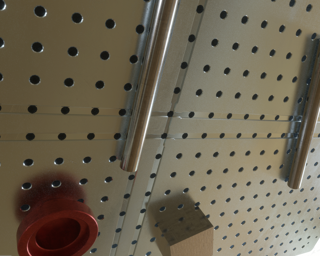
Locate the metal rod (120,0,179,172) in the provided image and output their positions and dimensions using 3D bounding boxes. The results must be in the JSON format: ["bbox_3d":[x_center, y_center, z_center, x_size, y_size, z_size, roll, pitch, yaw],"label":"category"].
[{"bbox_3d":[-0.008,-0.078,0.358,0.025,0.025,0.298,0,118,-29],"label":"metal rod"}]

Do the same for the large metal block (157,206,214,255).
[{"bbox_3d":[0.045,0.195,0.540,0.081,0.050,0.079,-18,126,-18],"label":"large metal block"}]

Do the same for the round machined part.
[{"bbox_3d":[-0.135,0.132,0.408,0.099,0.042,0.097,-14,124,-21],"label":"round machined part"}]

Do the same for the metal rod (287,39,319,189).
[{"bbox_3d":[0.264,-0.008,0.549,0.025,0.025,0.298,-17,125,-19],"label":"metal rod"}]
